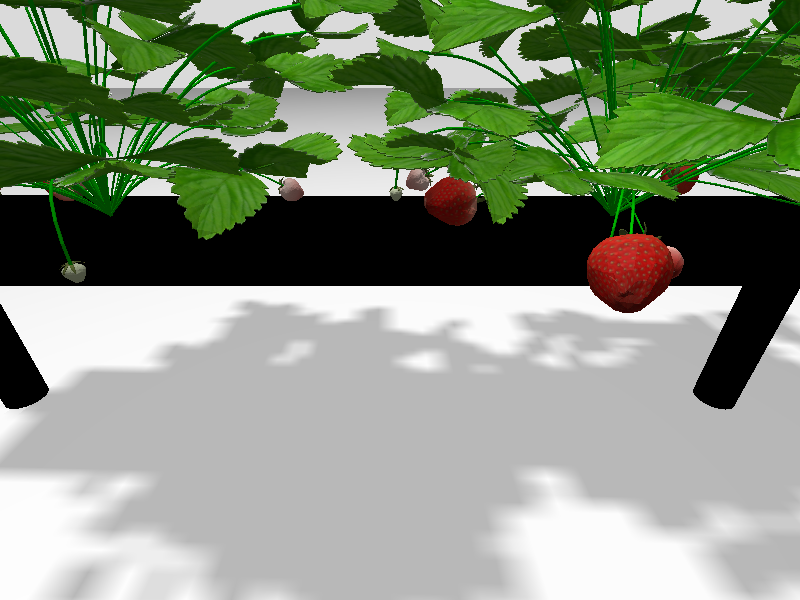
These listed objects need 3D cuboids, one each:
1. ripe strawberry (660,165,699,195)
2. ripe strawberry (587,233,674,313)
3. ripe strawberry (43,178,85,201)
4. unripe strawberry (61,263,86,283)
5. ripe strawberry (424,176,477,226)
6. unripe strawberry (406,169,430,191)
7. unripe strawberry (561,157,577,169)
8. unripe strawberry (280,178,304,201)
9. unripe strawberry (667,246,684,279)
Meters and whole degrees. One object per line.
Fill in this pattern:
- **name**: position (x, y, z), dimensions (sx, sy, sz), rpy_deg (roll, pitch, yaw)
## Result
- **ripe strawberry**: position (0.295, -0.129, 0.420), dimensions (0.036, 0.035, 0.033), rpy_deg (-20, 35, -32)
- **ripe strawberry**: position (0.118, -0.012, 0.209), dimensions (0.040, 0.042, 0.044), rpy_deg (12, 45, 21)
- **ripe strawberry**: position (-0.330, -0.113, 0.394), dimensions (0.031, 0.031, 0.034), rpy_deg (18, 34, 30)
- **unripe strawberry**: position (-0.184, -0.015, 0.226), dimensions (0.011, 0.011, 0.010), rpy_deg (-14, 33, -24)
- **ripe strawberry**: position (0.040, -0.080, 0.326), dimensions (0.041, 0.040, 0.045), rpy_deg (-6, 30, -9)
- **unripe strawberry**: position (0.019, -0.128, 0.425), dimensions (0.026, 0.025, 0.028), rpy_deg (-13, 20, 34)
- **unripe strawberry**: position (0.186, -0.150, 0.462), dimensions (0.031, 0.028, 0.028), rpy_deg (-1, 29, -2)
- **unripe strawberry**: position (-0.107, -0.109, 0.398), dimensions (0.022, 0.022, 0.021), rpy_deg (19, 20, -28)
- **unripe strawberry**: position (0.160, -0.020, 0.242), dimensions (0.021, 0.022, 0.023), rpy_deg (7, 31, 12)
